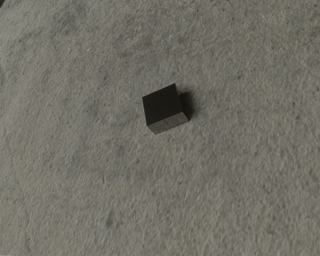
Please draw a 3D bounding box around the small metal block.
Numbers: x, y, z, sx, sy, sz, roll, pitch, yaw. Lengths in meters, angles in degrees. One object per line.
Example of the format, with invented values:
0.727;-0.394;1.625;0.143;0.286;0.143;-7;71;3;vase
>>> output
0.007;-0.026;0.417;0.050;0.025;0.050;-22;53;15;small metal block
